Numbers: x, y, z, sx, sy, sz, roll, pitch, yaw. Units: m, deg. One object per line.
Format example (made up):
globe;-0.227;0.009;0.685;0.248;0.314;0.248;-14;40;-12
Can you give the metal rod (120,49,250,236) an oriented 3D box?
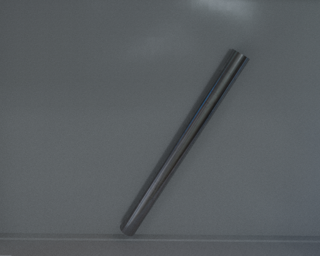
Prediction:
metal rod;0.025;0.031;0.422;0.025;0.025;0.299;28;108;-10
